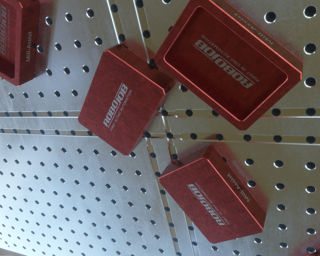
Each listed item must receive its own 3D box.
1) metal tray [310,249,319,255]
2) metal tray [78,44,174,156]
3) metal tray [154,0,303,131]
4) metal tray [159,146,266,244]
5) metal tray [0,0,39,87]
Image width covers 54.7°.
[{"bbox_3d":[0.239,0.202,0.406,0.090,0.030,0.129,31,128,7],"label":"metal tray"},{"bbox_3d":[-0.050,-0.033,0.412,0.090,0.030,0.129,36,129,4],"label":"metal tray"},{"bbox_3d":[0.069,-0.069,0.328,0.130,0.030,0.089,39,129,1],"label":"metal tray"},{"bbox_3d":[0.072,0.096,0.429,0.090,0.030,0.130,-32,101,38],"label":"metal tray"},{"bbox_3d":[-0.222,-0.135,0.438,0.090,0.030,0.129,30,128,8],"label":"metal tray"}]
